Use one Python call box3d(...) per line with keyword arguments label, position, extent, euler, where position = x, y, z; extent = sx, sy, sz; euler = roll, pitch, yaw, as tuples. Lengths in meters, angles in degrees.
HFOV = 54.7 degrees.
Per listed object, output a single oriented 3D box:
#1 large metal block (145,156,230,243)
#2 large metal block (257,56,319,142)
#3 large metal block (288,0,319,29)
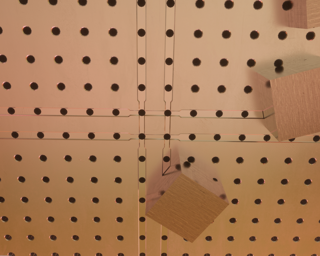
box3d(label="large metal block", position=(0.036, 0.101, 0.438), extent=(0.080, 0.050, 0.080), euler=(34, 106, -12))
box3d(label="large metal block", position=(0.175, -0.037, 0.389), extent=(0.080, 0.050, 0.080), euler=(-14, 110, 5))
box3d(label="large metal block", position=(0.191, -0.160, 0.344), extent=(0.080, 0.050, 0.079), euler=(-11, 110, 3))
